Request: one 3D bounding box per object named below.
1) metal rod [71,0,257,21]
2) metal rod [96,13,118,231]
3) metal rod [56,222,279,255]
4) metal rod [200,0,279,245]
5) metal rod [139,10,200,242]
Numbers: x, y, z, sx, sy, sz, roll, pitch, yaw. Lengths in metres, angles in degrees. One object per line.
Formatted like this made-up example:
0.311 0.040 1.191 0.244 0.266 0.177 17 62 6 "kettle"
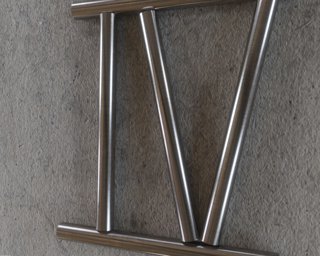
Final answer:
0.020 -0.167 0.402 0.301 0.025 0.025 1 91 19 "metal rod"
-0.074 -0.008 0.434 0.025 0.025 0.298 1 90 19 "metal rod"
-0.004 0.155 0.410 0.301 0.025 0.025 1 91 19 "metal rod"
0.095 -0.005 0.376 0.025 0.025 0.298 14 94 19 "metal rod"
0.012 -0.006 0.404 0.025 0.025 0.298 -12 86 19 "metal rod"
